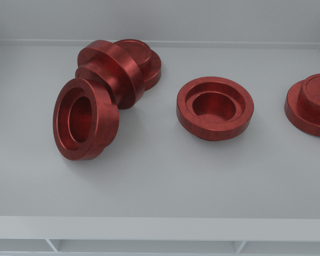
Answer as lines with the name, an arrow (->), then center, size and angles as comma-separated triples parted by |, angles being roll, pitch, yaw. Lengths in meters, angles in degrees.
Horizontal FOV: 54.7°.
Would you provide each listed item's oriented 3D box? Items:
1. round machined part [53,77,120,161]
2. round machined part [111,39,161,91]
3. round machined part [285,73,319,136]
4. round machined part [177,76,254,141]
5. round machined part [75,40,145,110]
round machined part -> -0.087, -0.010, 0.377 | 0.042, 0.097, 0.098 | 5, 38, -47
round machined part -> -0.047, -0.101, 0.478 | 0.099, 0.042, 0.098 | 0, 50, 0
round machined part -> 0.225, -0.038, 0.421 | 0.099, 0.042, 0.098 | -4, 49, 5
round machined part -> 0.071, -0.021, 0.413 | 0.099, 0.042, 0.098 | 0, 50, 0
round machined part -> -0.072, -0.062, 0.409 | 0.098, 0.097, 0.042 | 27, 55, 20
